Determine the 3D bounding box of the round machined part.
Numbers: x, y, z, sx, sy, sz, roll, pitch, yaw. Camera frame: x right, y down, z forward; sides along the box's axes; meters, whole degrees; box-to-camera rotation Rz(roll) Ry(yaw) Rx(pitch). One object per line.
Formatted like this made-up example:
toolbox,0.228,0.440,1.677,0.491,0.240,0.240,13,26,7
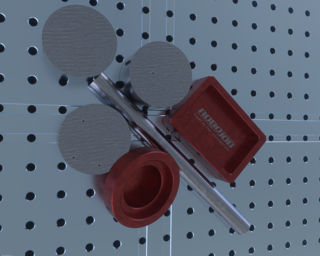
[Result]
round machined part,-0.026,0.069,0.383,0.099,0.042,0.097,-14,113,-35

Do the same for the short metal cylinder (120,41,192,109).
short metal cylinder,-0.006,-0.065,0.396,0.081,0.050,0.080,0,90,-20

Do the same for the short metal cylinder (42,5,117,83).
short metal cylinder,-0.095,-0.096,0.364,0.081,0.050,0.080,0,90,-20

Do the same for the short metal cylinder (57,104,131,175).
short metal cylinder,-0.080,0.012,0.369,0.081,0.050,0.080,0,90,-20

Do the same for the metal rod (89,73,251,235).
metal rod,0.022,0.043,0.421,0.300,0.025,0.025,46,76,-14

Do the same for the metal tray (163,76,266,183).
metal tray,0.079,0.003,0.438,0.130,0.030,0.090,45,77,-15
